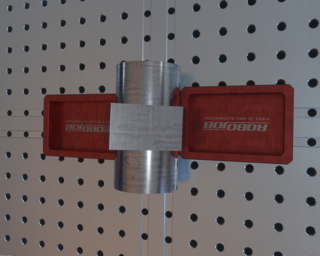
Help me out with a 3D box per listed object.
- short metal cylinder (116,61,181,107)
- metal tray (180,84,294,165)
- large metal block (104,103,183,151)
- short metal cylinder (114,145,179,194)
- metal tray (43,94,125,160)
[{"bbox_3d":[-0.015,-0.051,0.388,0.080,0.080,0.050,2,91,20],"label":"short metal cylinder"},{"bbox_3d":[0.091,-0.005,0.377,0.130,0.030,0.089,1,90,19],"label":"metal tray"},{"bbox_3d":[-0.024,-0.001,0.376,0.081,0.080,0.050,2,91,-14],"label":"large metal block"},{"bbox_3d":[-0.017,0.049,0.389,0.080,0.080,0.050,2,91,20],"label":"short metal cylinder"},{"bbox_3d":[-0.105,-0.003,0.446,0.130,0.030,0.089,1,90,19],"label":"metal tray"}]
